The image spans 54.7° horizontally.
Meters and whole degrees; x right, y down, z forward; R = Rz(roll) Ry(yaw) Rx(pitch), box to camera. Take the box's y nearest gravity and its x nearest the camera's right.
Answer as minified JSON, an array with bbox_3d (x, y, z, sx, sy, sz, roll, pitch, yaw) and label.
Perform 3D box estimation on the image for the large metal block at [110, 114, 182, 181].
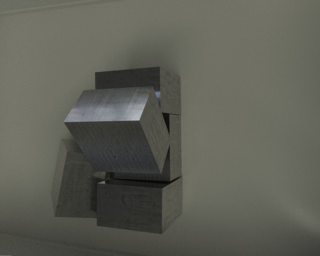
[{"bbox_3d":[-0.018,0.023,0.403,0.080,0.050,0.079,-1,90,19],"label":"large metal block"}]

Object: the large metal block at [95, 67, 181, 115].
[{"bbox_3d":[-0.024,-0.041,0.386,0.080,0.080,0.050,-1,90,19],"label":"large metal block"}]

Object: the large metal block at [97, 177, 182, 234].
[{"bbox_3d":[-0.022,0.090,0.386,0.080,0.080,0.050,1,90,19],"label":"large metal block"}]

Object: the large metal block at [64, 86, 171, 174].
[{"bbox_3d":[-0.041,0.004,0.333,0.080,0.080,0.050,-1,45,19],"label":"large metal block"}]

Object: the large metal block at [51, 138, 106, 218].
[{"bbox_3d":[-0.108,0.063,0.408,0.050,0.080,0.079,10,95,-24],"label":"large metal block"}]
